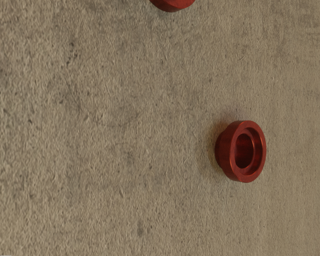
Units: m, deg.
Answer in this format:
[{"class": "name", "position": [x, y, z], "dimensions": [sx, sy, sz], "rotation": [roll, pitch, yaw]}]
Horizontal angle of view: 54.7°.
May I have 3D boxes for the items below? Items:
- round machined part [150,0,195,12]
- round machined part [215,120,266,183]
[{"class": "round machined part", "position": [0.020, -0.209, 0.410], "dimensions": [0.099, 0.042, 0.097], "rotation": [0, 90, -40]}, {"class": "round machined part", "position": [0.126, 0.037, 0.499], "dimensions": [0.099, 0.042, 0.097], "rotation": [0, 90, -40]}]
